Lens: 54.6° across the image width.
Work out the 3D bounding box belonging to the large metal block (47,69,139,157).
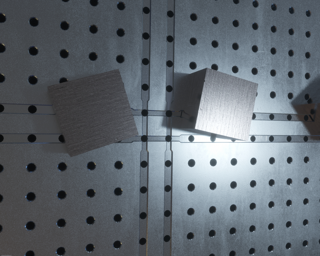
[{"bbox_3d":[-0.081,-0.018,0.369,0.081,0.050,0.080,-18,96,-19],"label":"large metal block"}]

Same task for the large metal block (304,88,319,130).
[{"bbox_3d":[0.300,-0.033,0.509,0.080,0.050,0.080,-41,103,-15],"label":"large metal block"}]

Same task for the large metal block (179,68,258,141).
[{"bbox_3d":[0.080,-0.030,0.429,0.081,0.050,0.080,13,86,-20],"label":"large metal block"}]
